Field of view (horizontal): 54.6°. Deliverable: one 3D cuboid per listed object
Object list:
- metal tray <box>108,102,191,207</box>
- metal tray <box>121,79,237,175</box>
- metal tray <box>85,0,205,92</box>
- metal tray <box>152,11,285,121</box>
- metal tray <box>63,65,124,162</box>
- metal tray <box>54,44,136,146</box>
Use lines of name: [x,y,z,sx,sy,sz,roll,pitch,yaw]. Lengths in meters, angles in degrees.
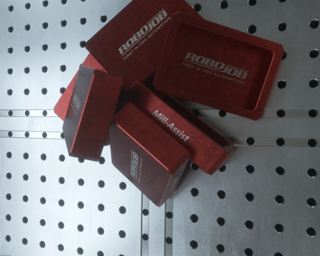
metal tray: [-0.018,0.037,0.368,0.090,0.129,0.030,40,64,15]
metal tray: [0.026,-0.003,0.368,0.130,0.090,0.030,40,103,15]
metal tray: [-0.017,-0.114,0.397,0.130,0.030,0.090,-42,80,0]
metal tray: [0.065,-0.070,0.361,0.131,0.030,0.090,17,96,-4]
metal tray: [-0.084,-0.024,0.362,0.030,0.130,0.090,16,97,-23]
metal tray: [-0.081,-0.048,0.439,0.090,0.030,0.130,40,103,14]
